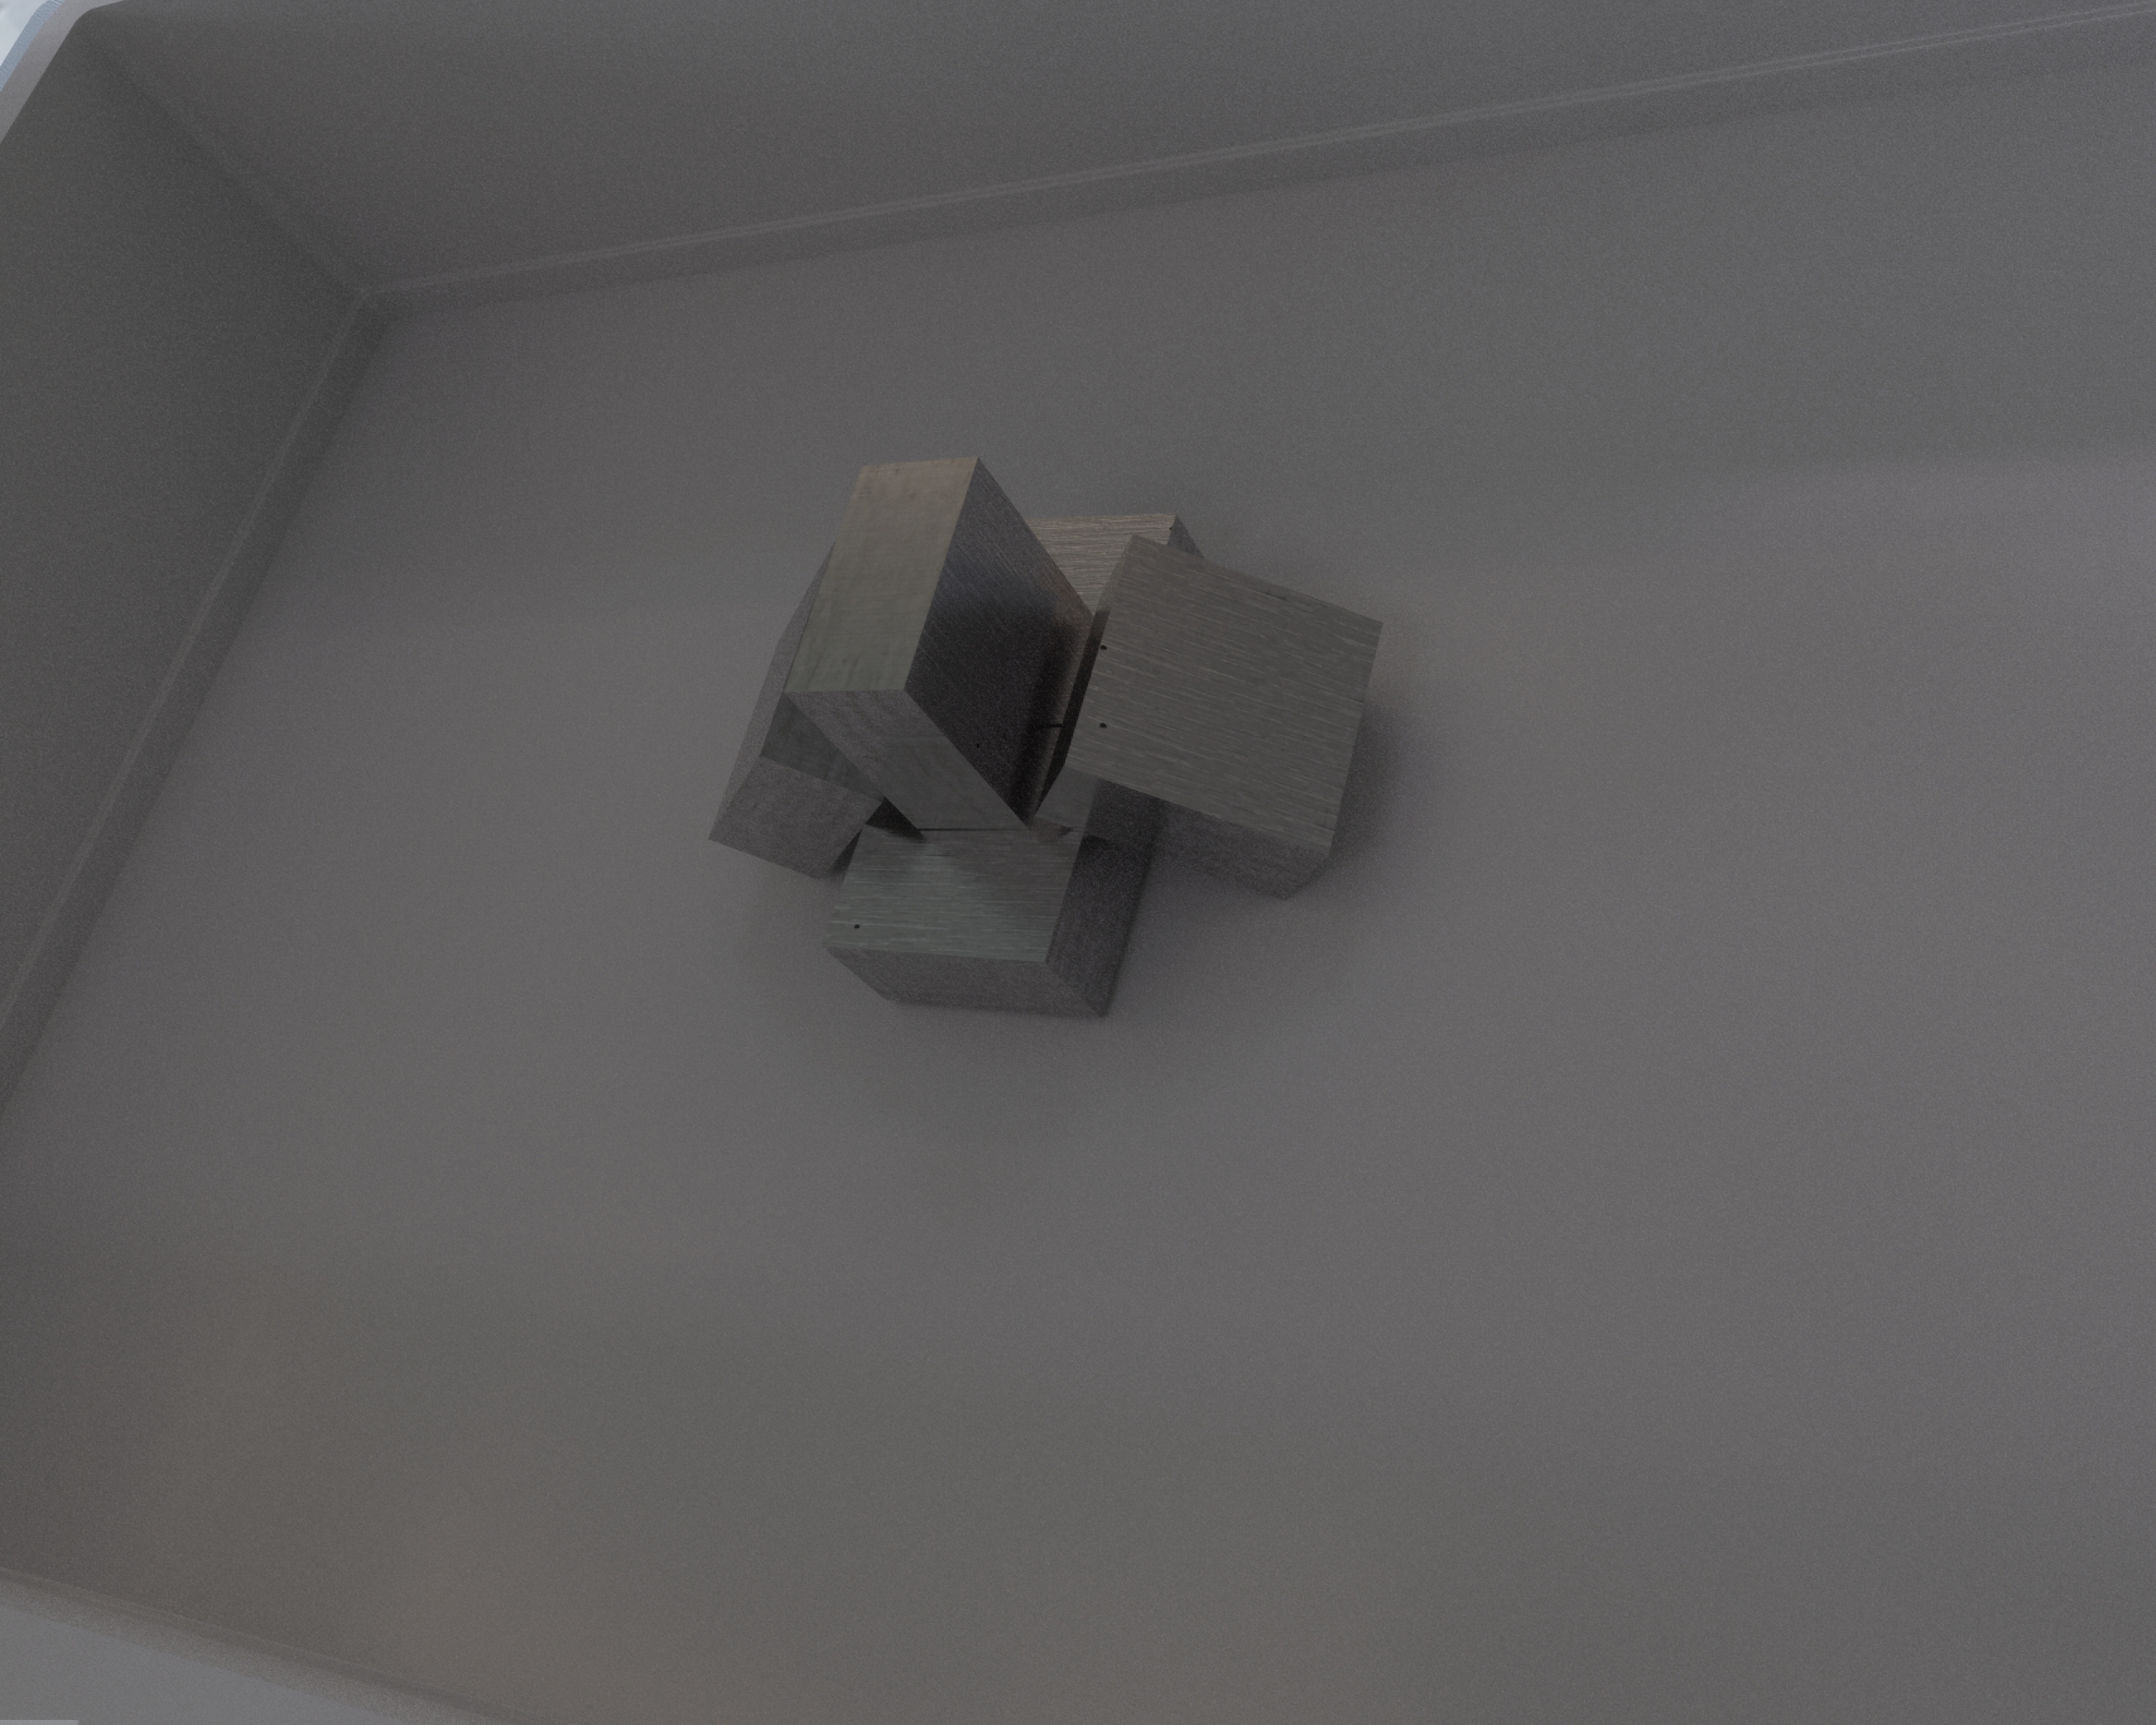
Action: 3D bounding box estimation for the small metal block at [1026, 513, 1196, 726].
[{"bbox_3d":[-0.004,-0.044,0.431,0.050,0.025,0.050,3,63,29],"label":"small metal block"}]

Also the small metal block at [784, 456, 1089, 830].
[{"bbox_3d":[-0.025,-0.040,0.392,0.025,0.050,0.050,1,62,28],"label":"small metal block"}]

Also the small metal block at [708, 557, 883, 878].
[{"bbox_3d":[-0.052,-0.030,0.432,0.050,0.025,0.050,139,150,-62],"label":"small metal block"}]

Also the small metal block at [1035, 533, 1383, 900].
[{"bbox_3d":[0.025,-0.027,0.392,0.050,0.025,0.050,19,67,-7],"label":"small metal block"}]

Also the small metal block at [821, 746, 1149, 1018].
[{"bbox_3d":[-0.016,0.001,0.411,0.050,0.025,0.050,3,63,29],"label":"small metal block"}]
